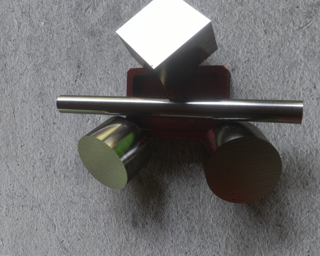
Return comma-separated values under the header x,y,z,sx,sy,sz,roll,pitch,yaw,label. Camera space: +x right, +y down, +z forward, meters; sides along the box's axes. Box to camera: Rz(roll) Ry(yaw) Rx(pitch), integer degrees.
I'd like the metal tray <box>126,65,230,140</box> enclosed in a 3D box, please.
x,y,z,sx,sy,sz,roll,pitch,yaw,label
0.022,-0.032,0.400,0.130,0.030,0.089,2,91,19,metal tray

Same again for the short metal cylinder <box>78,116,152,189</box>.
x,y,z,sx,sy,sz,roll,pitch,yaw,label
-0.058,0.031,0.398,0.080,0.050,0.079,22,132,26,short metal cylinder

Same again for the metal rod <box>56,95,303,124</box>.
x,y,z,sx,sy,sz,roll,pitch,yaw,label
0.008,-0.025,0.376,0.301,0.025,0.025,3,91,19,metal rod

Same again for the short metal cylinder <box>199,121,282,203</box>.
x,y,z,sx,sy,sz,roll,pitch,yaw,label
0.088,0.037,0.348,0.081,0.050,0.079,0,111,-1,short metal cylinder

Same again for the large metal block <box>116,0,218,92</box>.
x,y,z,sx,sy,sz,roll,pitch,yaw,label
0.009,-0.105,0.371,0.080,0.050,0.080,-41,60,-2,large metal block
